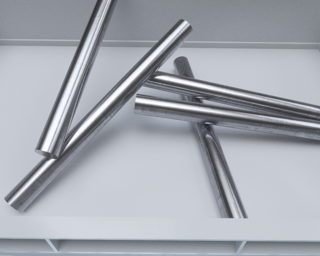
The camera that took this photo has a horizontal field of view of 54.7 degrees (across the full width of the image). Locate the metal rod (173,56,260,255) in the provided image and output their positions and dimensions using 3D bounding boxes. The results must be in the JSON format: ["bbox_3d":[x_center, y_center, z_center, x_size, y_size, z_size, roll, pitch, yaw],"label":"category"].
[{"bbox_3d":[0.060,0.009,0.398,0.025,0.025,0.300,-8,50,-7],"label":"metal rod"}]

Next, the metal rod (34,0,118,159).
[{"bbox_3d":[-0.087,-0.105,0.386,0.025,0.025,0.299,10,66,8],"label":"metal rod"}]

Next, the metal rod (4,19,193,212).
[{"bbox_3d":[-0.062,-0.026,0.374,0.025,0.025,0.301,34,73,25],"label":"metal rod"}]

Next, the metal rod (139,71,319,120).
[{"bbox_3d":[0.110,-0.040,0.416,0.302,0.025,0.025,12,51,0],"label":"metal rod"}]

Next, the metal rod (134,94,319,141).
[{"bbox_3d":[0.119,-0.009,0.389,0.302,0.025,0.025,8,50,-3],"label":"metal rod"}]
